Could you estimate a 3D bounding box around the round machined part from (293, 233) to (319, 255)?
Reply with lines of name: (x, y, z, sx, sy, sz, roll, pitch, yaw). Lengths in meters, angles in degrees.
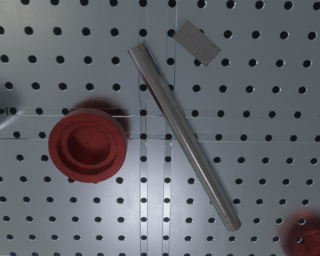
round machined part: (0.254, 0.205, 0.483, 0.099, 0.042, 0.097, 0, 110, 0)

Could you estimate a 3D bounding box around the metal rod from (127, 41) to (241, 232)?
metal rod: (0.041, 0.024, 0.422, 0.025, 0.025, 0.299, -27, 108, 9)

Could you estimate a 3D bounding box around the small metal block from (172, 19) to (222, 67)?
small metal block: (0.041, -0.101, 0.363, 0.050, 0.050, 0.025, 38, 106, -13)

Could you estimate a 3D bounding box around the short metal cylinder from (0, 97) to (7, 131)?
short metal cylinder: (-0.247, -0.015, 0.392, 0.081, 0.050, 0.079, 0, 110, 0)

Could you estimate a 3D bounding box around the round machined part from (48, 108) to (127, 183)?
round machined part: (-0.092, 0.020, 0.411, 0.099, 0.042, 0.097, 0, 110, 0)
